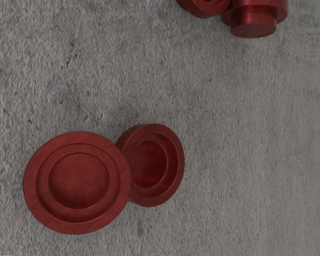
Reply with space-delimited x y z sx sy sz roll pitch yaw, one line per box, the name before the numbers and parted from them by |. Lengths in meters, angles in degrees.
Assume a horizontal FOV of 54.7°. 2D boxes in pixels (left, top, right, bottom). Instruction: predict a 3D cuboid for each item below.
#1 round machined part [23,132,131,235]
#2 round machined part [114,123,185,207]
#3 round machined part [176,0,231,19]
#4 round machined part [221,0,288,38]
round machined part | -0.080 0.051 0.310 0.099 0.042 0.097 -1 93 -13
round machined part | -0.019 0.043 0.378 0.099 0.042 0.097 0 90 -40
round machined part | 0.054 -0.204 0.437 0.099 0.042 0.097 0 90 -38
round machined part | 0.144 -0.169 0.477 0.099 0.098 0.042 4 88 -40
